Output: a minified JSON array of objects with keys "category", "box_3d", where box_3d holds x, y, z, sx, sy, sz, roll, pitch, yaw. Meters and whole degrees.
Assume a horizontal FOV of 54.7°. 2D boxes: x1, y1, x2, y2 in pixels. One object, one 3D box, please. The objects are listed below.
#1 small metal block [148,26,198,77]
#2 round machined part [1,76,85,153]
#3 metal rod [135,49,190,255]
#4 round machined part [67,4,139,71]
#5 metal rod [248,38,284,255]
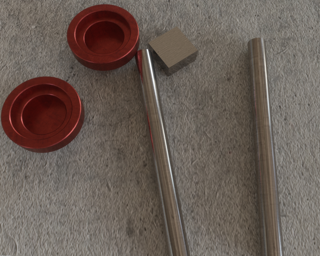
[{"category":"small metal block","box_3d":[0.018,-0.111,0.449,0.050,0.025,0.050,-33,74,-12]},{"category":"round machined part","box_3d":[-0.147,-0.014,0.403,0.099,0.042,0.098,0,70,0]},{"category":"metal rod","box_3d":[0.001,0.032,0.396,0.025,0.025,0.299,-9,70,-3]},{"category":"round machined part","box_3d":[-0.078,-0.124,0.444,0.099,0.042,0.098,0,70,0]},{"category":"metal rod","box_3d":[0.135,0.015,0.403,0.025,0.025,0.299,2,70,1]}]
